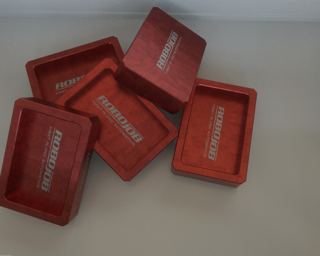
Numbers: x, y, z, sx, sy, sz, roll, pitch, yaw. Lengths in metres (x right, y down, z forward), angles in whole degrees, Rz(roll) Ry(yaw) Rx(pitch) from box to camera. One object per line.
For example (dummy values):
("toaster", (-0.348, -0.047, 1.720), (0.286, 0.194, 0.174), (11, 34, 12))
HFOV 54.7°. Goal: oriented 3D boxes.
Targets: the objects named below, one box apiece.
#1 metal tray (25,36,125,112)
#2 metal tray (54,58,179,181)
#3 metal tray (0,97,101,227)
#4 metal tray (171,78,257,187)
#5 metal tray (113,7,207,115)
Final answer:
("metal tray", (-0.107, -0.066, 0.428), (0.131, 0.030, 0.090), (-19, 71, -8))
("metal tray", (-0.052, -0.010, 0.385), (0.090, 0.030, 0.130), (-43, 91, -8))
("metal tray", (-0.130, 0.038, 0.359), (0.090, 0.030, 0.129), (16, 99, 5))
("metal tray", (0.071, 0.004, 0.405), (0.090, 0.030, 0.130), (12, 70, 4))
("metal tray", (0.006, -0.091, 0.402), (0.090, 0.030, 0.130), (31, 51, -13))
